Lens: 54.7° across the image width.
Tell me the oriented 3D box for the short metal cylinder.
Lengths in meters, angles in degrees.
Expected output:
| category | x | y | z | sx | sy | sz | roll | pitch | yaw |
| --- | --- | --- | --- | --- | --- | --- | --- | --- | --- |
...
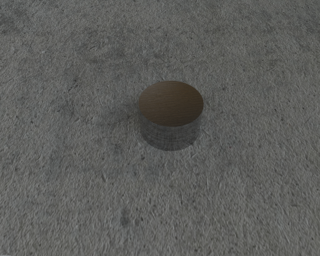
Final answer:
| category | x | y | z | sx | sy | sz | roll | pitch | yaw |
| --- | --- | --- | --- | --- | --- | --- | --- | --- | --- |
| short metal cylinder | 0.014 | -0.016 | 0.402 | 0.081 | 0.050 | 0.080 | 0 | 50 | 0 |
